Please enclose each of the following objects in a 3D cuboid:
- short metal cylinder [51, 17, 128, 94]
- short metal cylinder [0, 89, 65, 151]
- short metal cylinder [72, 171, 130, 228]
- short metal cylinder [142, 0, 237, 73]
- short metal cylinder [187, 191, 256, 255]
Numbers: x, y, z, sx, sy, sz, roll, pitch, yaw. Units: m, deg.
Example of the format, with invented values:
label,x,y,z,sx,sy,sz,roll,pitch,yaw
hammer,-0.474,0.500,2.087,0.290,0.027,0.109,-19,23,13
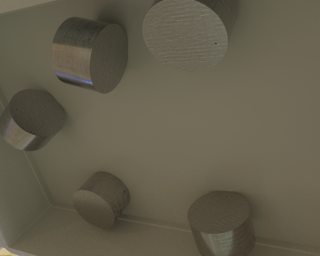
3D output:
label,x,y,z,sx,sy,sz,roll,pitch,yaw
short metal cylinder,-0.079,-0.085,0.363,0.050,0.080,0.079,17,125,19
short metal cylinder,-0.193,-0.012,0.468,0.080,0.080,0.050,49,129,-6
short metal cylinder,-0.097,0.120,0.518,0.080,0.050,0.079,13,124,21
short metal cylinder,0.029,-0.101,0.298,0.080,0.050,0.080,14,144,10
short metal cylinder,0.081,0.128,0.410,0.080,0.080,0.050,-3,117,30
